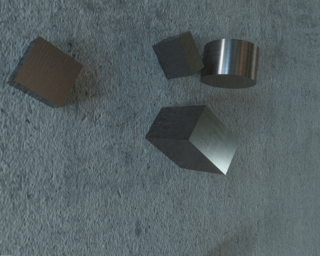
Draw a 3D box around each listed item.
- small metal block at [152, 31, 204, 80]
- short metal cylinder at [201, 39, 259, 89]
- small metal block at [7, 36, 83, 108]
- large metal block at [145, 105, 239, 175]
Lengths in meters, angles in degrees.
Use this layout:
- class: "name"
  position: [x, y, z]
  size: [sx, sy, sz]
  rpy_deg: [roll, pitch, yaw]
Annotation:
- class: "small metal block"
  position: [0.024, -0.095, 0.410]
  size: [0.025, 0.050, 0.050]
  rpy_deg: [-40, 115, -33]
- class: "short metal cylinder"
  position: [0.103, -0.092, 0.458]
  size: [0.081, 0.080, 0.050]
  rpy_deg: [11, 83, -40]
- class: "small metal block"
  position: [-0.114, -0.054, 0.310]
  size: [0.050, 0.025, 0.050]
  rpy_deg: [34, 69, -35]
- class: "large metal block"
  position: [0.042, 0.015, 0.406]
  size: [0.080, 0.080, 0.050]
  rpy_deg: [42, 64, -32]
